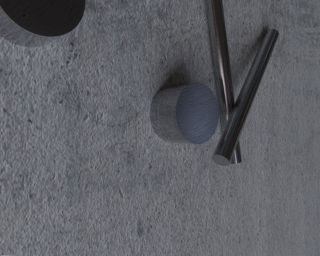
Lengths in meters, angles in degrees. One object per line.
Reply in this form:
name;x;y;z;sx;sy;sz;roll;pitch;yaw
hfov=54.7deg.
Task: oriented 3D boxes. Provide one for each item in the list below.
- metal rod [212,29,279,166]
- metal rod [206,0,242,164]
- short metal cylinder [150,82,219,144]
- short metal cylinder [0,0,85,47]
metal rod;0.146;-0.066;0.501;0.025;0.025;0.301;50;53;-28
metal rod;0.099;-0.091;0.486;0.025;0.025;0.298;-15;100;-39
short metal cylinder;0.034;-0.019;0.417;0.081;0.050;0.079;0;90;-40
short metal cylinder;-0.118;-0.120;0.289;0.081;0.050;0.079;0;90;-40
